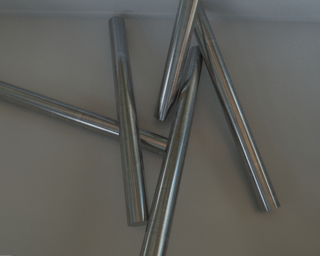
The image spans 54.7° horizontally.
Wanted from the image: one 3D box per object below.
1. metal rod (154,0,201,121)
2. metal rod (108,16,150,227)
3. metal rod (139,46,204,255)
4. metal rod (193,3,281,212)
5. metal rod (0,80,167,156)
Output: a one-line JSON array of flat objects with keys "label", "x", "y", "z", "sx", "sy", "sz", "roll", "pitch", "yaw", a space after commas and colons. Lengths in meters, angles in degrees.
[{"label": "metal rod", "x": 0.036, "y": -0.153, "z": 0.378, "sx": 0.025, "sy": 0.025, "sz": 0.298, "roll": 14, "pitch": 105, "yaw": 5}, {"label": "metal rod", "x": -0.044, "y": -0.029, "z": 0.396, "sx": 0.025, "sy": 0.025, "sz": 0.299, "roll": -8, "pitch": 62, "yaw": -3}, {"label": "metal rod", "x": 0.023, "y": 0.012, "z": 0.371, "sx": 0.025, "sy": 0.025, "sz": 0.300, "roll": 12, "pitch": 57, "yaw": 4}, {"label": "metal rod", "x": 0.090, "y": -0.041, "z": 0.409, "sx": 0.025, "sy": 0.025, "sz": 0.299, "roll": -16, "pitch": 77, "yaw": -6}, {"label": "metal rod", "x": -0.116, "y": -0.017, "z": 0.414, "sx": 0.301, "sy": 0.025, "sz": 0.025, "roll": 19, "pitch": 71, "yaw": 6}]
